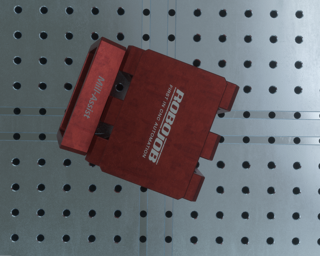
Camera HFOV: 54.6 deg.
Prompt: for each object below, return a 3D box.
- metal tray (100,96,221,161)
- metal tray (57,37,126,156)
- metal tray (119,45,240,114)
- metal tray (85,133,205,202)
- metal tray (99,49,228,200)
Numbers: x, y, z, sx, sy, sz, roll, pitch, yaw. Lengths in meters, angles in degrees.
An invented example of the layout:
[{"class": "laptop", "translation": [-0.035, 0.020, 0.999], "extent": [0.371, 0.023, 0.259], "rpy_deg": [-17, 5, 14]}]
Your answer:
[{"class": "metal tray", "translation": [0.000, 0.001, 0.380], "extent": [0.131, 0.090, 0.030], "rpy_deg": [20, 89, -1]}, {"class": "metal tray", "translation": [-0.087, -0.039, 0.378], "extent": [0.030, 0.090, 0.129], "rpy_deg": [21, 90, -22]}, {"class": "metal tray", "translation": [0.022, -0.055, 0.380], "extent": [0.131, 0.090, 0.030], "rpy_deg": [21, 91, 0]}, {"class": "metal tray", "translation": [-0.016, 0.044, 0.380], "extent": [0.131, 0.090, 0.030], "rpy_deg": [21, 91, 0]}, {"class": "metal tray", "translation": [0.003, -0.004, 0.320], "extent": [0.090, 0.030, 0.129], "rpy_deg": [21, 90, 0]}]
